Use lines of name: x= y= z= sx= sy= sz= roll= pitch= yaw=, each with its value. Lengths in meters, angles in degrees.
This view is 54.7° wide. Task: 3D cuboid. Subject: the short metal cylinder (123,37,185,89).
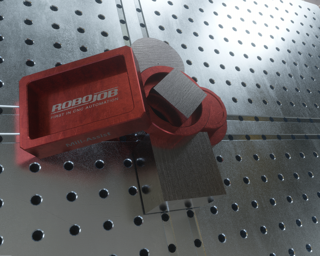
short metal cylinder: x=-0.013 y=-0.078 z=0.432 sx=0.081 sy=0.050 sz=0.080 roll=14 pitch=56 yaw=-21

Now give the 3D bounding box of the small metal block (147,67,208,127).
small metal block: x=0.019 y=-0.036 z=0.361 sx=0.050 sy=0.025 sz=0.050 roll=41 pitch=51 yaw=0

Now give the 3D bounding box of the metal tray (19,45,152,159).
metal tray: x=-0.082 y=-0.028 z=0.331 sx=0.131 sy=0.030 sz=0.090 roll=-16 pitch=65 yaw=5

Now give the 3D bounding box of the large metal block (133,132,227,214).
large metal block: x=0.021 y=0.051 z=0.368 sx=0.081 sy=0.050 sz=0.080 roll=1 pitch=62 yaw=-28

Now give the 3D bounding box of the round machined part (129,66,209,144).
round machined part: x=0.008 y=-0.024 z=0.379 sx=0.099 sy=0.042 sz=0.098 roll=14 pitch=56 yaw=-21

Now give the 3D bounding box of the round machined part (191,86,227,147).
round machined part: x=0.054 y=-0.020 z=0.436 sx=0.099 sy=0.042 sz=0.098 roll=14 pitch=56 yaw=-21
